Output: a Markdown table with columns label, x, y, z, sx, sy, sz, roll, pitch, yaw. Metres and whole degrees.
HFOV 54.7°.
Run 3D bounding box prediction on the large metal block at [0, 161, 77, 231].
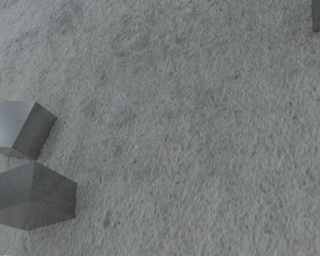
| label | x | y | z | sx | sy | sz | roll | pitch | yaw |
| --- | --- | --- | --- | --- | --- | --- | --- | --- | --- |
| large metal block | -0.166 | 0.091 | 0.398 | 0.080 | 0.080 | 0.050 | -19 | 55 | 17 |

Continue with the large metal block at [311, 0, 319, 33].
| label | x | y | z | sx | sy | sz | roll | pitch | yaw |
| --- | --- | --- | --- | --- | --- | --- | --- | --- | --- |
| large metal block | 0.208 | -0.175 | 0.367 | 0.050 | 0.080 | 0.080 | 0 | 62 | 28 |

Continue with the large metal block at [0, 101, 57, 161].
| label | x | y | z | sx | sy | sz | roll | pitch | yaw |
| --- | --- | --- | --- | --- | --- | --- | --- | --- | --- |
| large metal block | -0.228 | 0.003 | 0.503 | 0.080 | 0.050 | 0.080 | 4 | 64 | 29 |
